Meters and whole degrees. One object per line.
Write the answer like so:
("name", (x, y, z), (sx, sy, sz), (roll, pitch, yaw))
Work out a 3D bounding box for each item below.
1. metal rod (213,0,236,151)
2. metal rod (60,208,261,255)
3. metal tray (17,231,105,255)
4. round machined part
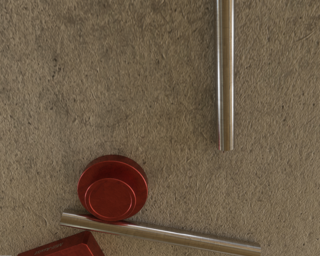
("metal rod", (0.077, -0.113, 0.369), (0.025, 0.025, 0.298), (-4, 110, 1))
("metal rod", (0.004, 0.161, 0.469), (0.302, 0.025, 0.025), (12, 110, -5))
("metal tray", (-0.153, 0.223, 0.487), (0.130, 0.030, 0.090), (-21, 109, 7))
("round machined part", (-0.066, 0.090, 0.433), (0.099, 0.042, 0.097), (0, 110, -1))
